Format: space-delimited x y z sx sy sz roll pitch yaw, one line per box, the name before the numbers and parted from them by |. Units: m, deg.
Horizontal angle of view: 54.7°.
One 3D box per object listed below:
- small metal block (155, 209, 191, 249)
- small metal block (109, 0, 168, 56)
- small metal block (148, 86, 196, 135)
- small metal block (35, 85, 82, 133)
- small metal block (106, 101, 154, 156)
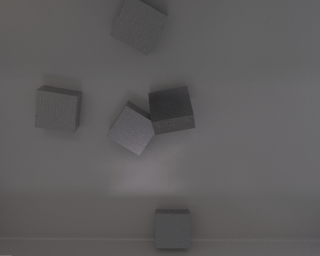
small metal block | 0.018 0.148 0.458 0.050 0.025 0.050 1 90 -1
small metal block | -0.025 -0.121 0.366 0.050 0.025 0.050 27 108 -10
small metal block | 0.014 -0.022 0.387 0.050 0.050 0.025 -10 140 3
small metal block | -0.131 -0.024 0.401 0.050 0.025 0.050 9 110 -4
small metal block | -0.035 0.000 0.411 0.050 0.025 0.050 31 107 -11
